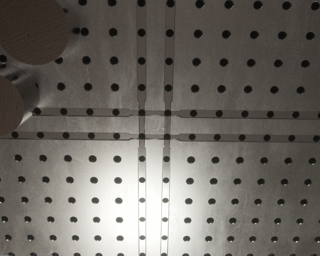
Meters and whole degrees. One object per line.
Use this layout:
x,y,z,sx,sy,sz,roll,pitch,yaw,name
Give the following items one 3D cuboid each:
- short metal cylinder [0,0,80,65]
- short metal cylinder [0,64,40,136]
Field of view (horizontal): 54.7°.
-0.138,-0.116,0.355,0.081,0.050,0.079,0,110,-1,short metal cylinder
-0.199,-0.036,0.384,0.081,0.050,0.079,0,110,-1,short metal cylinder
